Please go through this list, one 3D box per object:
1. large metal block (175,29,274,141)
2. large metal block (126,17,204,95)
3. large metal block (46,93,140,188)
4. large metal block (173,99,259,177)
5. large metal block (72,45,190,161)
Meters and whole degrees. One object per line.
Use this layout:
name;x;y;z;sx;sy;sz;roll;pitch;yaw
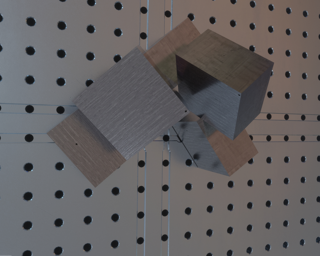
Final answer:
large metal block;0.065;-0.046;0.333;0.080;0.080;0.050;38;68;27
large metal block;0.006;-0.081;0.385;0.080;0.080;0.050;-43;104;-15
large metal block;-0.076;0.011;0.371;0.080;0.050;0.080;-41;104;-16
large metal block;0.069;0.011;0.408;0.050;0.080;0.080;-36;102;-17
large metal block;-0.028;-0.028;0.320;0.080;0.050;0.080;-38;104;10
